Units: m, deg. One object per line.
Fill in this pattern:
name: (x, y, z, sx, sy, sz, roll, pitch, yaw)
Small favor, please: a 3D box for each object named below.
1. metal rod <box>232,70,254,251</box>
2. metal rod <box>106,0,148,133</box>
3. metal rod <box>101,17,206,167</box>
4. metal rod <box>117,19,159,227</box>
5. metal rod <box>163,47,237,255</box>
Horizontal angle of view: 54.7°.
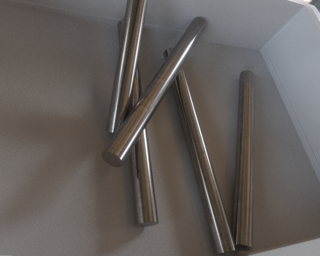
metal rod: (0.126, 0.026, 0.460, 0.025, 0.025, 0.300, 24, 53, -14)
metal rod: (-0.030, -0.142, 0.379, 0.025, 0.025, 0.298, 9, 89, -24)
metal rod: (0.007, -0.069, 0.419, 0.025, 0.025, 0.301, 34, 51, -6)
metal rod: (-0.033, -0.027, 0.405, 0.025, 0.025, 0.299, 6, 59, -26)
metal rod: (0.047, 0.013, 0.424, 0.025, 0.025, 0.299, 2, 61, -28)
